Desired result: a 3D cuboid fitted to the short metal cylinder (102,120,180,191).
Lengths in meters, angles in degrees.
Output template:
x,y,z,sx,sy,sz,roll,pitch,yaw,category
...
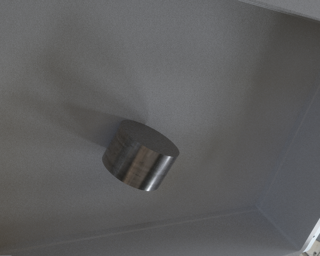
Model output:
x,y,z,sx,sy,sz,roll,pitch,yaw,category
-0.023,0.032,0.382,0.080,0.080,0.050,19,108,-36,short metal cylinder
